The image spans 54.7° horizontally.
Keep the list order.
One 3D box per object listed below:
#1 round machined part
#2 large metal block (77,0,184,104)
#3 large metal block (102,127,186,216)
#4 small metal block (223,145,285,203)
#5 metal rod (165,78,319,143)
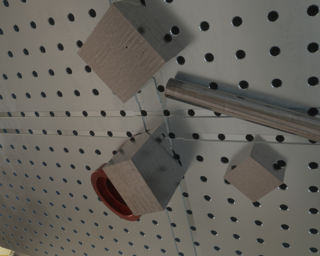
[{"bbox_3d":[-0.056,0.092,0.478,0.098,0.042,0.097,25,137,27],"label":"round machined part"},{"bbox_3d":[-0.035,-0.089,0.358,0.080,0.050,0.080,47,129,-5],"label":"large metal block"},{"bbox_3d":[-0.018,0.058,0.421,0.050,0.080,0.080,-21,107,34],"label":"large metal block"},{"bbox_3d":[0.117,0.058,0.385,0.050,0.025,0.050,39,129,1],"label":"small metal block"},{"bbox_3d":[0.148,-0.004,0.330,0.301,0.025,0.025,18,126,17],"label":"metal rod"}]
